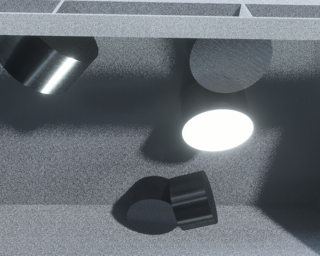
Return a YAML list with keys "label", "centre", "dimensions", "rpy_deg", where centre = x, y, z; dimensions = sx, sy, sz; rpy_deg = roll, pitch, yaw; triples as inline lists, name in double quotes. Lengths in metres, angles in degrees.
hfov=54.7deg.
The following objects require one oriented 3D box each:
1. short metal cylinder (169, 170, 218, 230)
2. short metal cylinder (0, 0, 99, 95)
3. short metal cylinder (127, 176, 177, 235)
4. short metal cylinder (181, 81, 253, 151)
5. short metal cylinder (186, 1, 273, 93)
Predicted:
- label: "short metal cylinder"
  centre: [0.051, 0.109, 0.466]
  dimensions: [0.050, 0.080, 0.080]
  rpy_deg: [-16, 129, 13]
- label: "short metal cylinder"
  centre: [-0.109, -0.080, 0.304]
  dimensions: [0.080, 0.080, 0.050]
  rpy_deg: [35, 122, -26]
- label: "short metal cylinder"
  centre: [-0.009, 0.123, 0.490]
  dimensions: [0.080, 0.050, 0.079]
  rpy_deg: [2, 123, 3]
- label: "short metal cylinder"
  centre: [0.066, -0.015, 0.371]
  dimensions: [0.081, 0.050, 0.080]
  rpy_deg: [0, 143, 0]
- label: "short metal cylinder"
  centre: [0.069, -0.084, 0.323]
  dimensions: [0.081, 0.050, 0.079]
  rpy_deg: [0, 130, 0]
